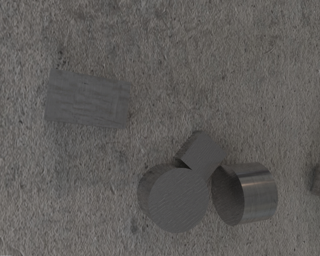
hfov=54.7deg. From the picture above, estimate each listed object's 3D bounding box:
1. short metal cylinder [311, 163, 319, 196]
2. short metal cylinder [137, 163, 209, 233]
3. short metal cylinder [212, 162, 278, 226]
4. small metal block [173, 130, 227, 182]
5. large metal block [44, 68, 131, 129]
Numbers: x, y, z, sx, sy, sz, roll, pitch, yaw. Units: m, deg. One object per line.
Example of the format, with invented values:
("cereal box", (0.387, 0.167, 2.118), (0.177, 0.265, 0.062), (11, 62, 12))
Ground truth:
("short metal cylinder", (0.285, 0.089, 0.486), (0.081, 0.080, 0.050), (13, 86, -20))
("short metal cylinder", (0.016, 0.088, 0.402), (0.081, 0.050, 0.080), (0, 90, -20))
("short metal cylinder", (0.112, 0.088, 0.422), (0.050, 0.080, 0.079), (-2, 91, -20))
("small metal block", (0.056, 0.038, 0.430), (0.050, 0.025, 0.050), (44, 76, -15))
("large metal block", (-0.085, -0.029, 0.349), (0.081, 0.080, 0.050), (8, 88, -20))
